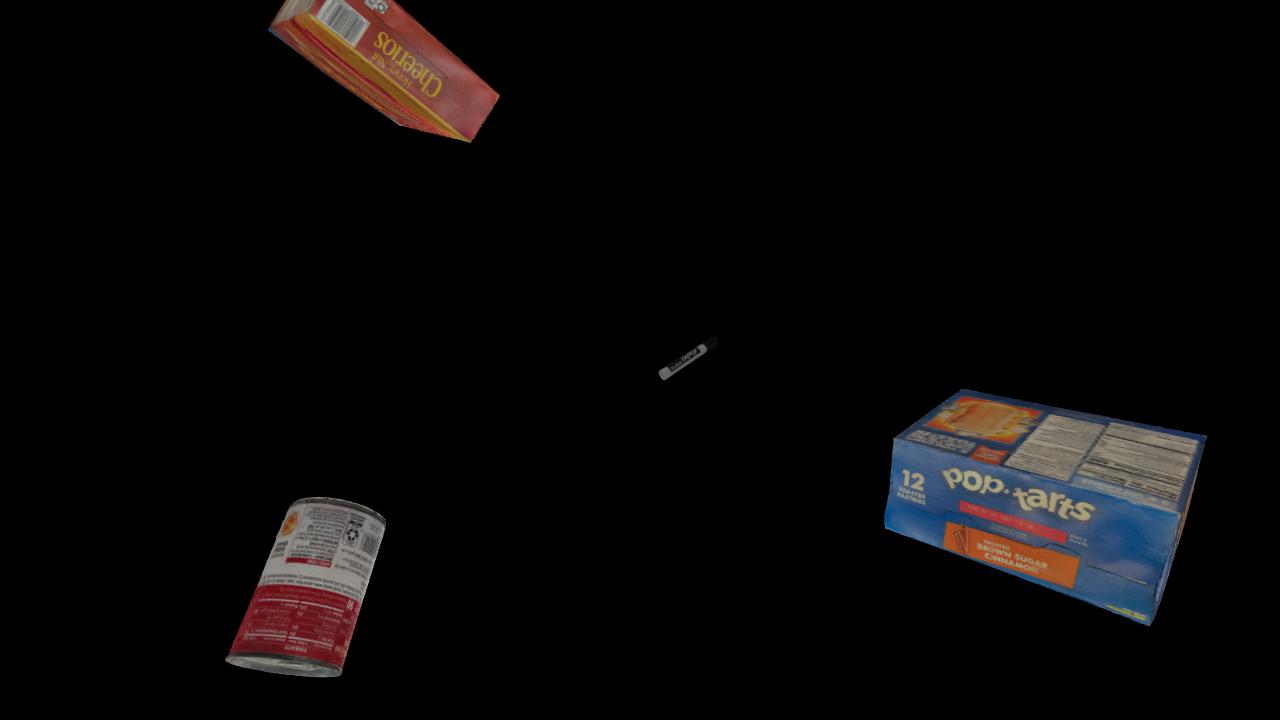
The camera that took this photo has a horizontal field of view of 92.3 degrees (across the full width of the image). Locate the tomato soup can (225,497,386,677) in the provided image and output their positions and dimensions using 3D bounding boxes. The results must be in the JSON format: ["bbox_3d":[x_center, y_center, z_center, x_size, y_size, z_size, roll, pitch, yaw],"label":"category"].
[{"bbox_3d":[-0.219,0.151,0.412,0.068,0.101,0.068,3,-35,2],"label":"tomato soup can"}]

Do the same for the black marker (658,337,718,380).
[{"bbox_3d":[0.084,-0.004,1.036,0.121,0.020,0.020,-32,12,-19],"label":"black marker"}]

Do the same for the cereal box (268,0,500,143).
[{"bbox_3d":[-0.331,-0.376,0.775,0.203,0.081,0.306,33,-1,-43],"label":"cereal box"}]

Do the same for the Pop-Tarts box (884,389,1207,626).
[{"bbox_3d":[0.296,0.093,0.458,0.141,0.083,0.167,-18,22,-41],"label":"Pop-Tarts box"}]
